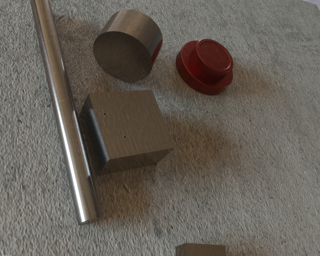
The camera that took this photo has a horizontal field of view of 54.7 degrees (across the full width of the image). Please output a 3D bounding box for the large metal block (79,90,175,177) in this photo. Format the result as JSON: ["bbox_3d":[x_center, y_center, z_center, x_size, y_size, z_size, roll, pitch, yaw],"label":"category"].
[{"bbox_3d":[-0.041,0.004,0.365,0.081,0.050,0.080,-8,66,-32],"label":"large metal block"}]

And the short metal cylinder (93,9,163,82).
[{"bbox_3d":[-0.042,-0.109,0.414,0.080,0.080,0.050,28,52,-11],"label":"short metal cylinder"}]

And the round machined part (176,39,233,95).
[{"bbox_3d":[0.079,-0.105,0.501,0.099,0.042,0.098,14,56,-21],"label":"round machined part"}]

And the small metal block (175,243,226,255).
[{"bbox_3d":[0.046,0.155,0.336,0.050,0.025,0.050,13,56,-22],"label":"small metal block"}]

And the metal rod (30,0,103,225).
[{"bbox_3d":[-0.116,-0.038,0.365,0.025,0.025,0.299,-6,65,-31],"label":"metal rod"}]
